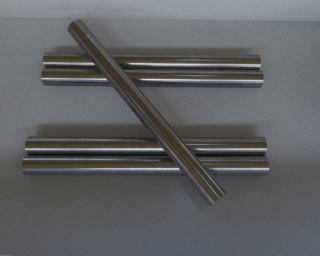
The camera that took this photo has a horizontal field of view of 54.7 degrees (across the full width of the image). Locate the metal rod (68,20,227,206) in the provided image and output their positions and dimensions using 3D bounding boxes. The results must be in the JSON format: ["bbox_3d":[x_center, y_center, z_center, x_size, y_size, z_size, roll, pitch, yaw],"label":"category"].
[{"bbox_3d":[-0.026,-0.030,0.393,0.025,0.025,0.300,-36,74,-12],"label":"metal rod"}]

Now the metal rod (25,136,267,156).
[{"bbox_3d":[-0.017,0.024,0.399,0.302,0.025,0.025,0,70,0],"label":"metal rod"}]

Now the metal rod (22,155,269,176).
[{"bbox_3d":[-0.017,0.047,0.390,0.302,0.025,0.025,0,70,0],"label":"metal rod"}]

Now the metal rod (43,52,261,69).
[{"bbox_3d":[-0.011,-0.093,0.441,0.302,0.025,0.025,1,70,0],"label":"metal rod"}]

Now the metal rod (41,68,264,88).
[{"bbox_3d":[-0.010,-0.070,0.433,0.302,0.025,0.025,1,70,0],"label":"metal rod"}]
